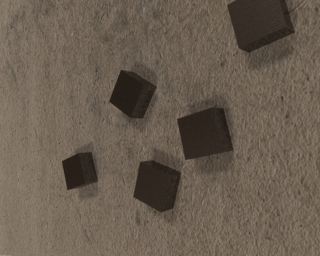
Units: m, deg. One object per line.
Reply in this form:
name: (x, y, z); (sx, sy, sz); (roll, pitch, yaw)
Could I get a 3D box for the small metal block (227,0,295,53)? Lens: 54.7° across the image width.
small metal block: (0.103, -0.113, 0.319); (0.050, 0.025, 0.050); (-19, 78, 38)

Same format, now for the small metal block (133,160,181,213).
small metal block: (-0.004, 0.075, 0.407); (0.050, 0.025, 0.050); (19, 102, 38)

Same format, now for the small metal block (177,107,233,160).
small metal block: (0.052, 0.007, 0.361); (0.050, 0.025, 0.050); (-18, 79, 38)

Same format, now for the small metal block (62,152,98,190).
small metal block: (-0.133, 0.071, 0.512); (0.050, 0.025, 0.050); (-24, 75, 37)

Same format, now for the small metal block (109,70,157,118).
small metal block: (-0.039, -0.047, 0.435); (0.050, 0.025, 0.050); (37, 112, 33)
